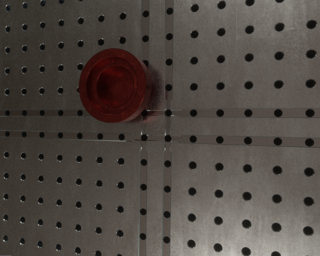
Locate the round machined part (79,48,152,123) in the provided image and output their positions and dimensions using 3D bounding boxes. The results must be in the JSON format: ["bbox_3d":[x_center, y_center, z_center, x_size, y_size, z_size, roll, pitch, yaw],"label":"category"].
[{"bbox_3d":[-0.057,-0.055,0.423,0.098,0.042,0.097,0,90,19],"label":"round machined part"}]
